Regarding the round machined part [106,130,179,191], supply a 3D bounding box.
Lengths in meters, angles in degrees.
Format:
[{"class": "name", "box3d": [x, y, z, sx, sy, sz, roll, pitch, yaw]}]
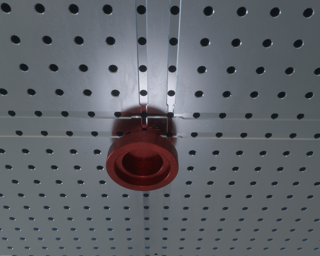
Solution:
[{"class": "round machined part", "box3d": [-0.024, 0.042, 0.435, 0.099, 0.042, 0.097, 0, 130, 0]}]
